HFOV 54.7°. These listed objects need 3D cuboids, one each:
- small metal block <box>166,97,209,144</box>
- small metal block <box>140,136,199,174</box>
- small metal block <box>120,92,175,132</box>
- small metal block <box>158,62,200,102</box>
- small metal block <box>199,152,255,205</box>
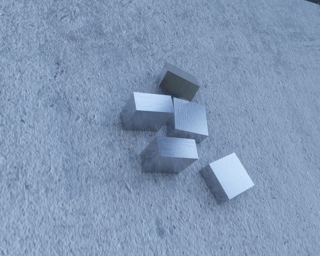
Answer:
[{"bbox_3d":[0.037,-0.010,0.429,0.050,0.025,0.050,12,57,-22],"label":"small metal block"},{"bbox_3d":[0.010,0.034,0.372,0.050,0.050,0.025,6,59,-25],"label":"small metal block"},{"bbox_3d":[-0.017,-0.019,0.390,0.050,0.050,0.025,3,61,-27],"label":"small metal block"},{"bbox_3d":[0.026,-0.067,0.444,0.050,0.025,0.050,25,22,-13],"label":"small metal block"},{"bbox_3d":[0.088,0.066,0.411,0.050,0.025,0.050,-18,71,-35],"label":"small metal block"}]
